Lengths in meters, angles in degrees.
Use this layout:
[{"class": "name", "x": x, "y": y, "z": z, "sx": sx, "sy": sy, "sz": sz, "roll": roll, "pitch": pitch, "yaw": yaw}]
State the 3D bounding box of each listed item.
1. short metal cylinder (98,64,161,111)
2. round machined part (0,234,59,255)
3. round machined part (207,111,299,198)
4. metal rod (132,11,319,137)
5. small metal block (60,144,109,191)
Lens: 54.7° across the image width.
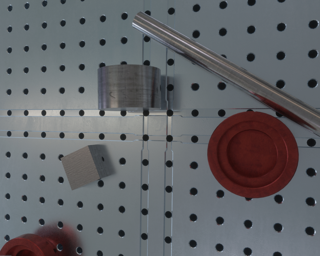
[{"class": "short metal cylinder", "x": -0.039, "y": -0.049, "z": 0.397, "sx": 0.080, "sy": 0.080, "sz": 0.050, "roll": -1, "pitch": 90, "yaw": 20}, {"class": "round machined part", "x": -0.194, "y": 0.210, "z": 0.472, "sx": 0.098, "sy": 0.042, "sz": 0.097, "roll": 0, "pitch": 90, "yaw": 20}, {"class": "round machined part", "x": 0.109, "y": 0.030, "z": 0.365, "sx": 0.098, "sy": 0.042, "sz": 0.097, "roll": 0, "pitch": 90, "yaw": 20}, {"class": "metal rod", "x": 0.090, "y": -0.066, "z": 0.380, "sx": 0.300, "sy": 0.025, "sz": 0.025, "roll": 34, "pitch": 101, "yaw": 16}, {"class": "small metal block", "x": -0.110, "y": 0.057, "z": 0.451, "sx": 0.050, "sy": 0.025, "sz": 0.050, "roll": -24, "pitch": 82, "yaw": 18}]
